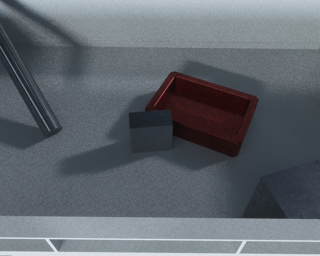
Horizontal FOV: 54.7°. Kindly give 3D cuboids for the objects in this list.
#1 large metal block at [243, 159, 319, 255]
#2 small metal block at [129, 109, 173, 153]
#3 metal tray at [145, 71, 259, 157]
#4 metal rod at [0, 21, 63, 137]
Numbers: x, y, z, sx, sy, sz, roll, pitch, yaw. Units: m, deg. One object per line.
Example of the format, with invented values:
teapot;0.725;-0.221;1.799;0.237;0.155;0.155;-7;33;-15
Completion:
large metal block;0.138;0.078;0.305;0.081;0.080;0.050;-14;52;-12
small metal block;-0.011;0.005;0.385;0.050;0.050;0.025;-5;51;-4
metal tray;0.057;-0.023;0.421;0.130;0.030;0.090;20;53;16
metal rod;-0.217;-0.120;0.421;0.025;0.025;0.299;-29;82;-22
